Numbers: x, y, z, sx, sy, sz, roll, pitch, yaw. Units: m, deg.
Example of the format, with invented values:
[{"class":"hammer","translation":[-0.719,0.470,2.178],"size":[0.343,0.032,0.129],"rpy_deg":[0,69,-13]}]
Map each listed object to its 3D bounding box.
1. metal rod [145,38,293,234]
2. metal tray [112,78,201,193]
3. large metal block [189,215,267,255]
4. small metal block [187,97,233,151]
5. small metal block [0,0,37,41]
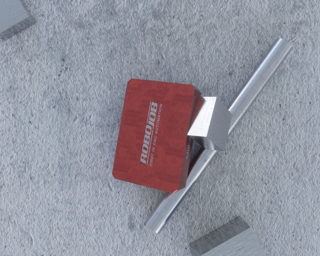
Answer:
[{"class":"metal rod","translation":[0.077,0.010,0.411],"size":[0.025,0.025,0.299],"rpy_deg":[36,90,-1]},{"class":"metal tray","translation":[-0.005,0.008,0.391],"size":[0.090,0.030,0.129],"rpy_deg":[10,90,23]},{"class":"large metal block","translation":[0.094,0.174,0.399],"size":[0.080,0.050,0.080],"rpy_deg":[-30,90,0]},{"class":"small metal block","translation":[0.062,-0.004,0.378],"size":[0.025,0.050,0.050],"rpy_deg":[4,70,37]},{"class":"small metal block","translation":[-0.202,-0.151,0.407],"size":[0.050,0.025,0.050],"rpy_deg":[-30,90,-1]}]
